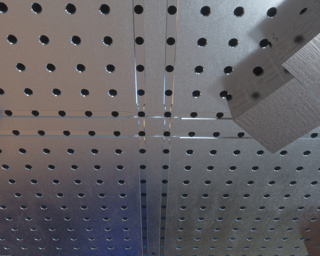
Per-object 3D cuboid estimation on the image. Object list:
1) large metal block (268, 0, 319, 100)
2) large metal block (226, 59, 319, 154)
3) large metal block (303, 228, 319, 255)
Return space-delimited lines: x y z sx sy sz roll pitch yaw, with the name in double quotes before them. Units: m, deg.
"large metal block" 0.178 -0.084 0.327 0.080 0.050 0.080 32 123 -25
"large metal block" 0.141 -0.026 0.376 0.080 0.050 0.080 35 122 -27
"large metal block" 0.343 0.228 0.595 0.081 0.050 0.079 16 128 -14
